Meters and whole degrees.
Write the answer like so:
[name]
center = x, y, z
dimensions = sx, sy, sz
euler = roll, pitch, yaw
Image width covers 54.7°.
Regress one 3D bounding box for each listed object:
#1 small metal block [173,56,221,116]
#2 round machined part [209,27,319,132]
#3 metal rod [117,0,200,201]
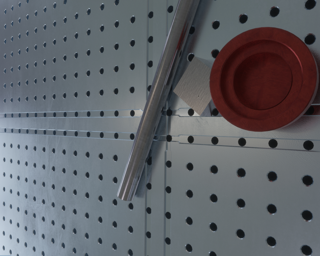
[small metal block]
center = 0.051, -0.049, 0.367
dimensions = 0.050, 0.025, 0.050
euler = 46, 118, 30
[round machined part]
center = 0.103, -0.046, 0.307
dimensions = 0.098, 0.042, 0.097
euler = 1, 92, 31
[metal rod]
center = -0.004, -0.037, 0.412
dimensions = 0.025, 0.025, 0.298
euler = 30, 108, 36
